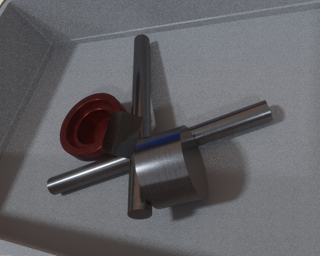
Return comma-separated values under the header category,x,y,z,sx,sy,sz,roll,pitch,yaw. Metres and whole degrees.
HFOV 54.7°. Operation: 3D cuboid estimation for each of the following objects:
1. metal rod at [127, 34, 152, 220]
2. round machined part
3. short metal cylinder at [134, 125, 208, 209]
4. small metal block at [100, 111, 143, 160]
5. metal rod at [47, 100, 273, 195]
category,x,y,z,sx,sy,sz,roll,pitch,yaw
metal rod,-0.025,-0.027,0.409,0.025,0.025,0.300,-18,48,18
round machined part,-0.087,0.002,0.436,0.098,0.042,0.098,-13,56,20
short metal cylinder,0.014,0.042,0.334,0.050,0.080,0.080,-18,55,18
small metal block,-0.047,0.008,0.369,0.050,0.025,0.050,2,76,66
metal rod,-0.012,0.030,0.390,0.301,0.025,0.025,-20,54,15
